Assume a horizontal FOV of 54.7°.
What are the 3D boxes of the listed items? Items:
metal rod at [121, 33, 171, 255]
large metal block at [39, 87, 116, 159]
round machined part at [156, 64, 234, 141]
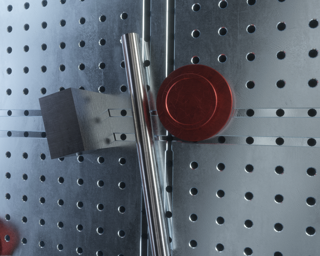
[{"bbox_3d":[-0.019,0.021,0.419,0.025,0.025,0.298,-9,87,20],"label":"metal rod"},{"bbox_3d":[-0.109,-0.005,0.422,0.050,0.080,0.080,-15,85,19],"label":"large metal block"},{"bbox_3d":[0.041,-0.032,0.389,0.098,0.042,0.097,0,90,20],"label":"round machined part"}]
